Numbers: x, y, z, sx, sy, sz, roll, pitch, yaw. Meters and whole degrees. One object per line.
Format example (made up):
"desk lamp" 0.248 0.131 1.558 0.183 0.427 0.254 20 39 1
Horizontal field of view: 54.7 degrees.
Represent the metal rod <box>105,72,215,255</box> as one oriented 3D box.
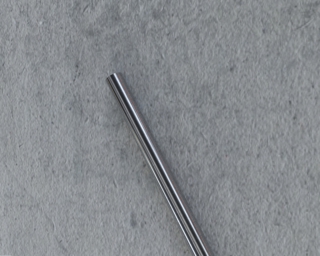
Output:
"metal rod" 0.003 0.061 0.406 0.025 0.025 0.299 -30 81 17
